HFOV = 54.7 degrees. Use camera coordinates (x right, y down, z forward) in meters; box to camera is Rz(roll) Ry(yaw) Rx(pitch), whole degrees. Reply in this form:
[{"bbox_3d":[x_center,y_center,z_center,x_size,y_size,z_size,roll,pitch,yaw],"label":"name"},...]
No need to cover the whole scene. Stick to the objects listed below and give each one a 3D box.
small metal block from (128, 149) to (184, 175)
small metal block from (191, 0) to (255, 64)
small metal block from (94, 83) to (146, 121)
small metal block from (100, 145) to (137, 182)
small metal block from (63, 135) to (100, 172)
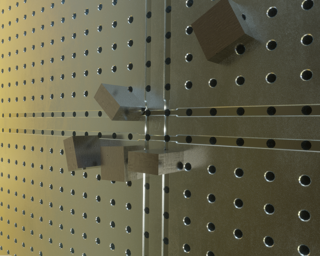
[{"bbox_3d":[-0.005,0.042,0.395,0.050,0.050,0.025,1,91,39],"label":"small metal block"},{"bbox_3d":[0.070,-0.109,0.350,0.050,0.025,0.050,-32,70,35],"label":"small metal block"},{"bbox_3d":[-0.056,-0.036,0.437,0.050,0.050,0.025,49,119,28],"label":"small metal block"},{"bbox_3d":[-0.061,0.051,0.458,0.050,0.025,0.050,-3,88,39],"label":"small metal block"},{"bbox_3d":[-0.120,0.039,0.489,0.025,0.050,0.050,-21,77,38],"label":"small metal block"}]
